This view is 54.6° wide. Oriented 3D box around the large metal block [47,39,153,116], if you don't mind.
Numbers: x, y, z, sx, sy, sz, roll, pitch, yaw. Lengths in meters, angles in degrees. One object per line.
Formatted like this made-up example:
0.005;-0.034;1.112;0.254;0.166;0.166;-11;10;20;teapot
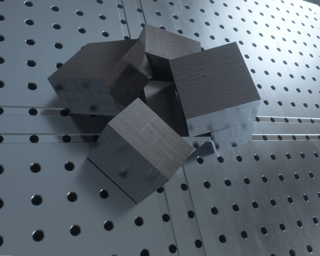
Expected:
-0.067;-0.060;0.365;0.080;0.080;0.050;-58;140;-39;large metal block

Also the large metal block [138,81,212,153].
0.011;-0.013;0.405;0.081;0.050;0.080;1;61;-28;large metal block

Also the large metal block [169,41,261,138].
0.061;-0.044;0.362;0.080;0.050;0.080;-15;64;2;large metal block

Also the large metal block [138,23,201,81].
0.002;-0.085;0.426;0.081;0.080;0.050;12;57;-21;large metal block

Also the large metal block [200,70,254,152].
0.088;-0.023;0.423;0.050;0.080;0.080;-17;65;6;large metal block

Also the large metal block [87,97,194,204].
-0.024;0.027;0.341;0.080;0.080;0.050;43;50;1;large metal block
